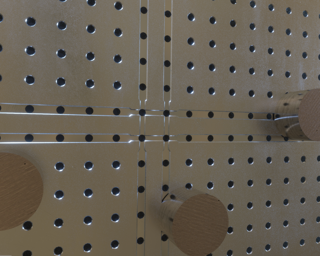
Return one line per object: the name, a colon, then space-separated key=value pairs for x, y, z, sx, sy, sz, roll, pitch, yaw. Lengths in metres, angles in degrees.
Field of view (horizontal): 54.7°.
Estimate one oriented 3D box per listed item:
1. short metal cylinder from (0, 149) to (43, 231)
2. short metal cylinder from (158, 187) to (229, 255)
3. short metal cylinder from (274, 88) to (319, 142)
short metal cylinder: x=-0.170 y=0.064 z=0.337 sx=0.081 sy=0.050 sz=0.079 roll=0 pitch=90 yaw=-20
short metal cylinder: x=0.044 y=0.124 z=0.417 sx=0.081 sy=0.050 sz=0.079 roll=0 pitch=90 yaw=-21
short metal cylinder: x=0.230 y=-0.020 z=0.486 sx=0.081 sy=0.050 sz=0.079 roll=0 pitch=90 yaw=-21
